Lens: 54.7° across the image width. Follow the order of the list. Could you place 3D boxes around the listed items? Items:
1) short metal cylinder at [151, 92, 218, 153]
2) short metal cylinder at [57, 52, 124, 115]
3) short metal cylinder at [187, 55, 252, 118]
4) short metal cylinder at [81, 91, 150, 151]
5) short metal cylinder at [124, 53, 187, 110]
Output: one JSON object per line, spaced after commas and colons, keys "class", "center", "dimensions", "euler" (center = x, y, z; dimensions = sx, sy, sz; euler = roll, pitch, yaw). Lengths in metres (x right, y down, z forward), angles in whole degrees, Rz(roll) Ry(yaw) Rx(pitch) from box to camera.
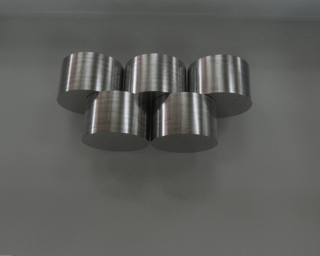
{"class": "short metal cylinder", "center": [0.029, -0.004, 0.380], "dimensions": [0.080, 0.080, 0.050], "euler": [1, 70, 0]}
{"class": "short metal cylinder", "center": [-0.087, -0.054, 0.398], "dimensions": [0.080, 0.080, 0.050], "euler": [1, 70, 0]}
{"class": "short metal cylinder", "center": [0.075, -0.051, 0.397], "dimensions": [0.080, 0.080, 0.050], "euler": [2, 70, 0]}
{"class": "short metal cylinder", "center": [-0.053, -0.006, 0.380], "dimensions": [0.080, 0.080, 0.050], "euler": [1, 70, 0]}
{"class": "short metal cylinder", "center": [-0.006, -0.052, 0.397], "dimensions": [0.080, 0.080, 0.050], "euler": [1, 70, 0]}
